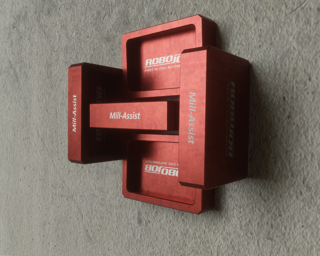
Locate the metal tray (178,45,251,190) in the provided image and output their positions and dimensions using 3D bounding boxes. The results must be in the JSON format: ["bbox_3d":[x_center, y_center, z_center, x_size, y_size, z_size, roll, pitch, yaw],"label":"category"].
[{"bbox_3d":[0.058,-0.009,0.316,0.030,0.091,0.129,2,91,40],"label":"metal tray"}]

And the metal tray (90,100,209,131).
[{"bbox_3d":[-0.010,-0.015,0.374,0.130,0.091,0.030,2,93,40],"label":"metal tray"}]

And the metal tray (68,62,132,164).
[{"bbox_3d":[-0.081,-0.019,0.431,0.030,0.091,0.129,2,92,40],"label":"metal tray"}]

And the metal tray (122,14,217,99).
[{"bbox_3d":[0.008,-0.084,0.397,0.130,0.030,0.089,1,93,40],"label":"metal tray"}]

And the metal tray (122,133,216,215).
[{"bbox_3d":[0.007,0.052,0.399,0.130,0.030,0.089,1,90,40],"label":"metal tray"}]
